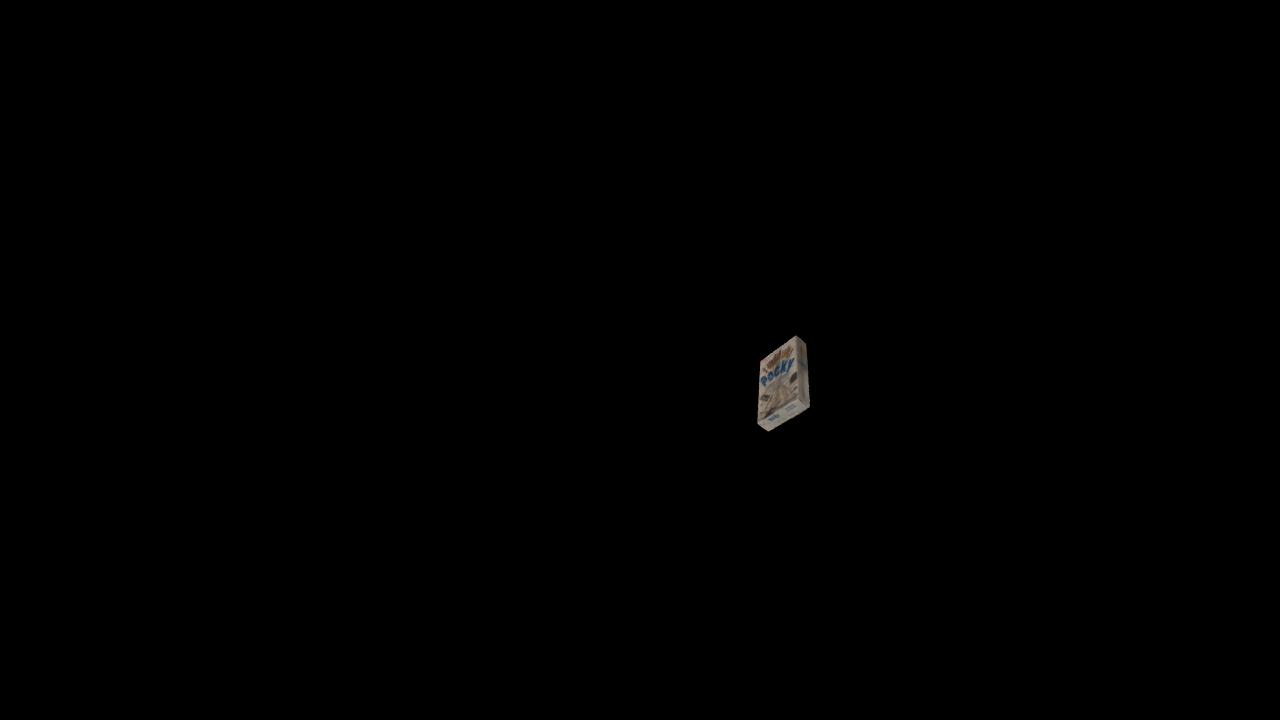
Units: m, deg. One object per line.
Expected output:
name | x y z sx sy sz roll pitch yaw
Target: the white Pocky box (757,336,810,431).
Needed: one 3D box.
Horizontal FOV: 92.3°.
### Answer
white Pocky box | 0.225 0.035 0.967 0.028 0.154 0.084 37 -52 -17
